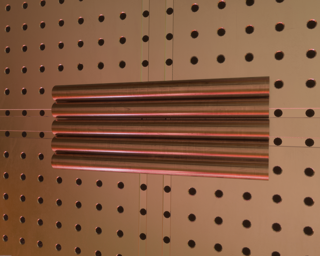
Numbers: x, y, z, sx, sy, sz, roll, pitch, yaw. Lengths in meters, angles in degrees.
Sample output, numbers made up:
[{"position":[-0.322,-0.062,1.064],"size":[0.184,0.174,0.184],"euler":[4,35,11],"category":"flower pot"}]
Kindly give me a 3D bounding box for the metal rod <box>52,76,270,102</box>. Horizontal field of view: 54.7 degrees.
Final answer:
[{"position":[-0.012,-0.050,0.416],"size":[0.301,0.025,0.025],"euler":[1,90,19],"category":"metal rod"}]

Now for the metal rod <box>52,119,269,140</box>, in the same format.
[{"position":[-0.013,0.001,0.416],"size":[0.301,0.025,0.025],"euler":[1,90,19],"category":"metal rod"}]

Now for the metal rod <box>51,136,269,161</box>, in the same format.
[{"position":[-0.013,0.026,0.416],"size":[0.301,0.025,0.025],"euler":[1,90,19],"category":"metal rod"}]

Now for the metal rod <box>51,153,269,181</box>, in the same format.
[{"position":[-0.013,0.050,0.416],"size":[0.301,0.025,0.025],"euler":[0,90,19],"category":"metal rod"}]

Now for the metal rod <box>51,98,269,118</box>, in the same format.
[{"position":[-0.013,-0.025,0.416],"size":[0.301,0.025,0.025],"euler":[1,90,19],"category":"metal rod"}]
